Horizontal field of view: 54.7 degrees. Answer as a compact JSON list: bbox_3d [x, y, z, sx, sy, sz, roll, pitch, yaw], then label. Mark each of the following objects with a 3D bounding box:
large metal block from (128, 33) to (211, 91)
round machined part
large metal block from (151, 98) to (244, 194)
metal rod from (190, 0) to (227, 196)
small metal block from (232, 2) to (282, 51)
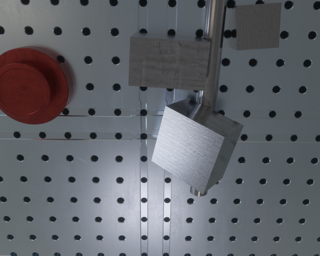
[{"bbox_3d":[0.009,-0.079,0.355,0.081,0.080,0.050,4,110,-2],"label":"large metal block"},{"bbox_3d":[-0.163,-0.050,0.384,0.099,0.042,0.097,0,110,0],"label":"round machined part"},{"bbox_3d":[0.044,0.019,0.382,0.080,0.050,0.079,30,121,27],"label":"large metal block"},{"bbox_3d":[0.061,-0.048,0.396,0.025,0.025,0.298,2,110,-1],"label":"metal rod"},{"bbox_3d":[0.114,-0.121,0.370,0.050,0.025,0.050,-4,110,1],"label":"small metal block"}]
